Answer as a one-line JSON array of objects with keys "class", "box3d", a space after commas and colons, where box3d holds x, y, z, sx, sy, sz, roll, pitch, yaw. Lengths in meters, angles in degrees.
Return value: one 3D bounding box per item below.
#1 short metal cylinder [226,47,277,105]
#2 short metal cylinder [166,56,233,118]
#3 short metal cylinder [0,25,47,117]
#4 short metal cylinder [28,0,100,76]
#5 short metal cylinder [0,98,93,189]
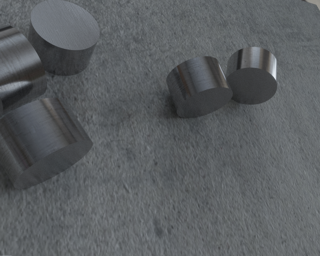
[{"class": "short metal cylinder", "box3d": [0.147, -0.083, 0.501, 0.080, 0.080, 0.050, 26, 53, -13]}, {"class": "short metal cylinder", "box3d": [0.054, -0.055, 0.433, 0.081, 0.080, 0.050, -4, 64, -30]}, {"class": "short metal cylinder", "box3d": [-0.163, -0.058, 0.316, 0.080, 0.080, 0.050, 47, 51, 4]}, {"class": "short metal cylinder", "box3d": [-0.123, -0.113, 0.392, 0.081, 0.050, 0.080, 14, 56, -21]}, {"class": "short metal cylinder", "box3d": [-0.113, 0.015, 0.299, 0.081, 0.080, 0.050, -27, 77, -37]}]
